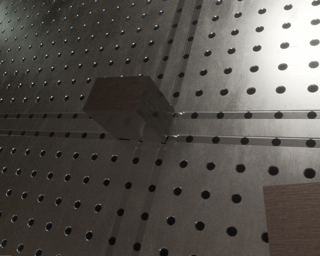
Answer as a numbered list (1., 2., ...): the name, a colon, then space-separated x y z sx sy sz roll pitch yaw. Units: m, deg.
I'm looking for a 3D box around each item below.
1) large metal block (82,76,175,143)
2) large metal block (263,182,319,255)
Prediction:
1. large metal block: -0.038 -0.023 0.406 0.080 0.080 0.050 3 64 29
2. large metal block: 0.137 0.093 0.263 0.080 0.050 0.080 -10 58 22
